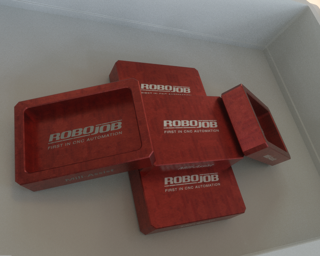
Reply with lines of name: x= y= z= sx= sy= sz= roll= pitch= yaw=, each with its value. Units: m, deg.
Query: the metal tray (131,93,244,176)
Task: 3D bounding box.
metal tray: x=0.031 y=0.005 z=0.375 sx=0.131 sy=0.030 sz=0.090 roll=-1 pitch=62 yaw=-29

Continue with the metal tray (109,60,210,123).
metal tray: x=0.003 y=-0.043 z=0.427 sx=0.131 sy=0.030 sz=0.090 roll=0 pitch=62 yaw=-29

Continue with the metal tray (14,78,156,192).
metal tray: x=-0.077 y=0.006 z=0.316 sx=0.131 sy=0.030 sz=0.090 roll=-12 pitch=66 yaw=-2

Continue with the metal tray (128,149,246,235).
metal tray: x=0.033 y=0.070 z=0.373 sx=0.131 sy=0.030 sz=0.090 roll=0 pitch=62 yaw=-29

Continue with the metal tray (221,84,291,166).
metal tray: x=0.137 y=0.000 z=0.434 sx=0.131 sy=0.030 sz=0.090 roll=20 pitch=49 yaw=-54
